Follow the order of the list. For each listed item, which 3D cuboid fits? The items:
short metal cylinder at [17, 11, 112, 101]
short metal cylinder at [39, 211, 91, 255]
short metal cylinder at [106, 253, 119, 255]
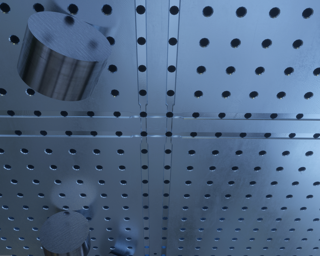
[{"bbox_3d":[-0.096,-0.073,0.313,0.080,0.080,0.050,21,127,-17],"label":"short metal cylinder"},{"bbox_3d":[-0.163,0.192,0.537,0.081,0.080,0.050,4,130,-4],"label":"short metal cylinder"},{"bbox_3d":[-0.093,0.306,0.635,0.050,0.080,0.080,33,123,-25],"label":"short metal cylinder"}]
